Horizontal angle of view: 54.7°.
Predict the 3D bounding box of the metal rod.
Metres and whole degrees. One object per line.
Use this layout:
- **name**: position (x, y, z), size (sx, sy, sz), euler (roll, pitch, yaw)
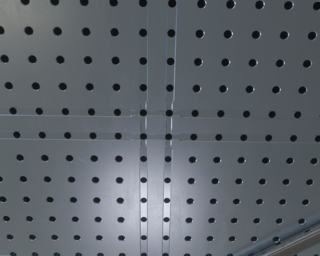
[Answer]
- **metal rod**: position (0.181, 0.199, 0.488), size (0.300, 0.025, 0.025), euler (-31, 107, 10)
